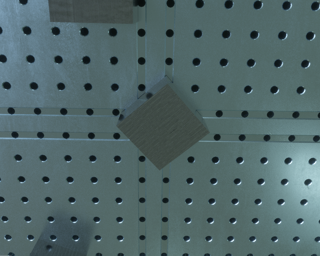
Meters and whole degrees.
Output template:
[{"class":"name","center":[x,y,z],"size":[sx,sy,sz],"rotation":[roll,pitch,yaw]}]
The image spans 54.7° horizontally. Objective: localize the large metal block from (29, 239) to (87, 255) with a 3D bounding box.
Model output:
[{"class":"large metal block","center":[-0.166,0.225,0.465],"size":[0.080,0.080,0.050],"rotation":[23,108,-9]}]

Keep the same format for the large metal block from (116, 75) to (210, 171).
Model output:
[{"class":"large metal block","center":[0.004,-0.007,0.398],"size":[0.080,0.050,0.080],"rotation":[-39,106,12]}]

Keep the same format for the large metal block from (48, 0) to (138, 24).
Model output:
[{"class":"large metal block","center":[-0.066,-0.140,0.332],"size":[0.081,0.080,0.050],"rotation":[1,110,-1]}]
